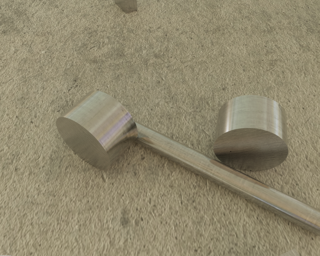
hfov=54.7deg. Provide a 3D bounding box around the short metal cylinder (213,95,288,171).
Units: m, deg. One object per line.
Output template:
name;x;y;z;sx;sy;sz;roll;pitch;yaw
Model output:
short metal cylinder;0.106;0.008;0.363;0.080;0.080;0.050;10;51;7

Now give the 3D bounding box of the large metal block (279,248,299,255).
large metal block;0.095;0.160;0.254;0.081;0.050;0.080;-17;52;-15

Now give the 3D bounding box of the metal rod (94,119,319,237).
metal rod;0.043;0.040;0.369;0.301;0.025;0.025;26;54;19

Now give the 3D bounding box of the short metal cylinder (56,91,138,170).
short metal cylinder;-0.073;0.003;0.364;0.080;0.080;0.050;27;55;21

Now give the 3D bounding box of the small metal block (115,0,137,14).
small metal block;-0.069;-0.261;0.606;0.025;0.050;0.050;-25;55;-20
